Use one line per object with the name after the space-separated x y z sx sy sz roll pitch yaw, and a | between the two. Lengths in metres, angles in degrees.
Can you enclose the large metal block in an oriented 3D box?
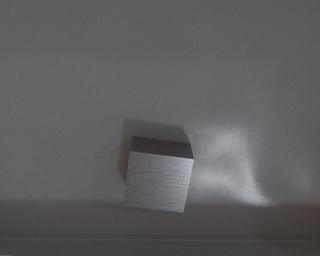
-0.003 0.062 0.421 0.080 0.050 0.079 7 110 -3 | large metal block
